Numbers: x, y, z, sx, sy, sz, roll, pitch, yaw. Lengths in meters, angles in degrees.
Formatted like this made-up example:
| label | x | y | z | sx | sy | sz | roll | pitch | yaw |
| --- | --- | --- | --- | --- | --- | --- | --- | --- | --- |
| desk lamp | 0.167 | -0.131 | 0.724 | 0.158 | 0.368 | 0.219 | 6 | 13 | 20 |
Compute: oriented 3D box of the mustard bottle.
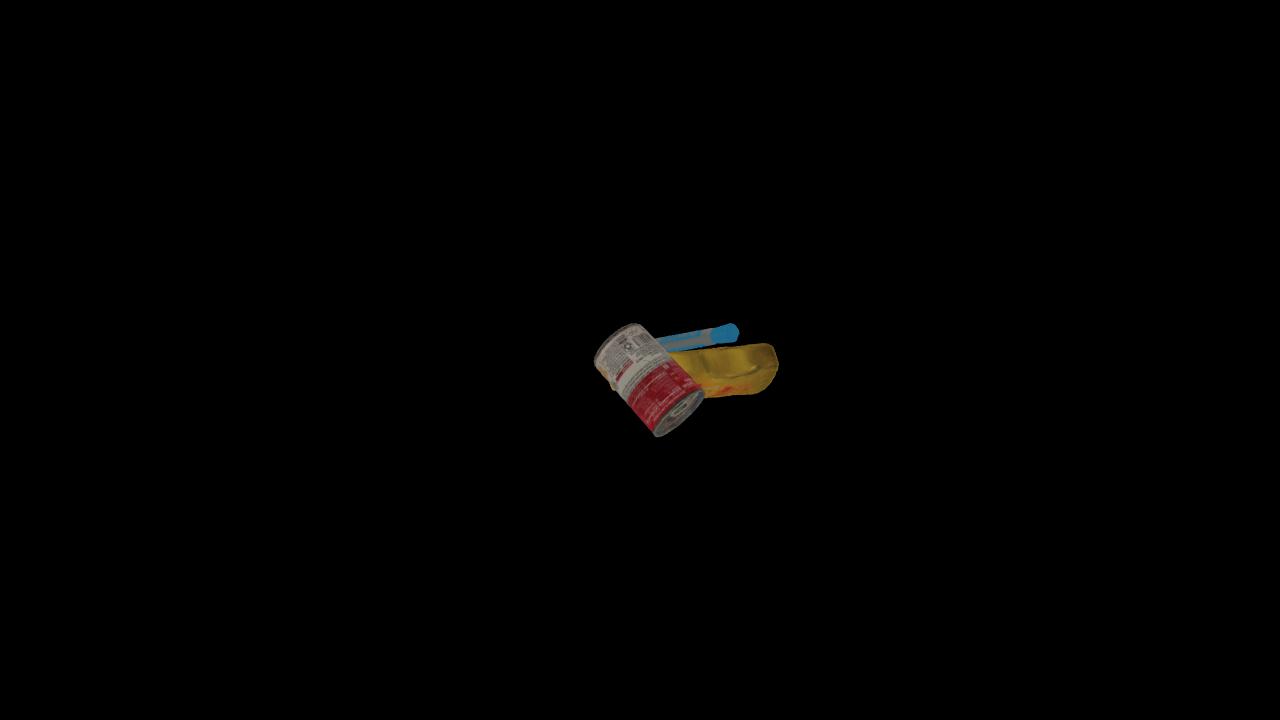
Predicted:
| label | x | y | z | sx | sy | sz | roll | pitch | yaw |
| --- | --- | --- | --- | --- | --- | --- | --- | --- | --- |
| mustard bottle | 0.054 | 0.017 | 0.683 | 0.184 | 0.054 | 0.092 | -4 | -14 | -21 |

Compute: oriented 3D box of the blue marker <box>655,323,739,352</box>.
| label | x | y | z | sx | sy | sz | roll | pitch | yaw |
| --- | --- | --- | --- | --- | --- | --- | --- | --- | --- |
| blue marker | 0.056 | -0.021 | 0.633 | 0.020 | 0.020 | 0.121 | 0 | -5 | -37 |

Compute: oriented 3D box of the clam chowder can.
| label | x | y | z | sx | sy | sz | roll | pitch | yaw |
| --- | --- | --- | --- | --- | --- | --- | --- | --- | --- |
| clam chowder can | 0.008 | 0.019 | 0.631 | 0.102 | 0.068 | 0.068 | 48 | 20 | 19 |
